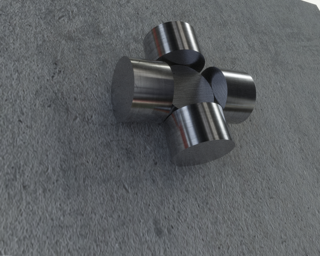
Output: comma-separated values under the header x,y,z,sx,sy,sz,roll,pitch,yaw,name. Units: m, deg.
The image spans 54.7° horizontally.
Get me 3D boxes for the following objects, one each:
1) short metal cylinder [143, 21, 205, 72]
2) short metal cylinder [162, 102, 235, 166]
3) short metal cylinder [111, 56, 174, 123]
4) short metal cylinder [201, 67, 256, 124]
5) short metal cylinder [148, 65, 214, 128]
x,y,z,sx,sy,sz,roll,pitch,yaw,name
0.019,-0.106,0.445,0.081,0.080,0.050,2,62,-28,short metal cylinder
0.048,0.010,0.391,0.081,0.080,0.050,0,61,-29,short metal cylinder
-0.024,-0.046,0.387,0.050,0.080,0.080,2,61,-28,short metal cylinder
0.092,-0.046,0.450,0.050,0.080,0.080,2,61,-28,short metal cylinder
0.027,-0.040,0.430,0.081,0.050,0.080,14,56,-21,short metal cylinder
